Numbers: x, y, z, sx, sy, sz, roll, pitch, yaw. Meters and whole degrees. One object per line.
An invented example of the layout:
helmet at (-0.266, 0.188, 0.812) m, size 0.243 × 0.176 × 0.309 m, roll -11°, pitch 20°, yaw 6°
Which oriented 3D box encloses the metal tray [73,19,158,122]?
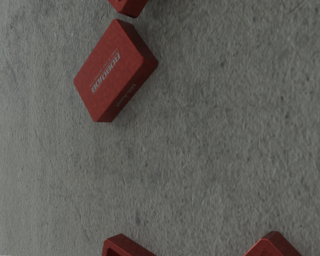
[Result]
metal tray at (-0.070, -0.081, 0.457) m, size 0.129 × 0.030 × 0.090 m, roll -46°, pitch 63°, yaw 29°

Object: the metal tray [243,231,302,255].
metal tray at (0.104, 0.181, 0.314) m, size 0.090 × 0.030 × 0.129 m, roll 47°, pitch 118°, yaw 29°

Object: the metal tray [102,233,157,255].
metal tray at (-0.048, 0.230, 0.438) m, size 0.090 × 0.030 × 0.129 m, roll 16°, pitch 100°, yaw 38°

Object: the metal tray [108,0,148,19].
metal tray at (-0.051, -0.217, 0.401) m, size 0.090 × 0.030 × 0.130 m, roll -52°, pitch 60°, yaw 27°
